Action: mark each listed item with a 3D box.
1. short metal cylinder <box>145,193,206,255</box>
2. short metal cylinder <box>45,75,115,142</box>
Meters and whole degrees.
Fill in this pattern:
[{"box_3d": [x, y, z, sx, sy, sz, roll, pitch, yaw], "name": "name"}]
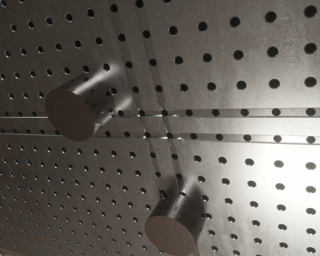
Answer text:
[{"box_3d": [0.024, 0.147, 0.472, 0.080, 0.050, 0.079, 13, 124, 20], "name": "short metal cylinder"}, {"box_3d": [-0.111, -0.028, 0.435, 0.080, 0.050, 0.079, 13, 124, 20], "name": "short metal cylinder"}]
